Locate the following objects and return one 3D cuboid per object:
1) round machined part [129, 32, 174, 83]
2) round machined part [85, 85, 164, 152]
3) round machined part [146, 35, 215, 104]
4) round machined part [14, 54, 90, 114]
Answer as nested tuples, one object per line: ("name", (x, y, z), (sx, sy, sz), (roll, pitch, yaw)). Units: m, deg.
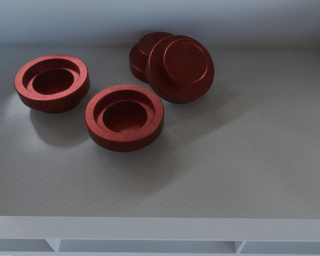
("round machined part", (0.000, -0.116, 0.492), (0.099, 0.042, 0.098), (0, 50, 0))
("round machined part", (-0.044, -0.008, 0.400), (0.099, 0.042, 0.098), (0, 50, 0))
("round machined part", (0.032, -0.086, 0.436), (0.099, 0.042, 0.097), (3, 80, -16))
("round machined part", (-0.149, -0.059, 0.441), (0.099, 0.042, 0.098), (0, 50, 0))
